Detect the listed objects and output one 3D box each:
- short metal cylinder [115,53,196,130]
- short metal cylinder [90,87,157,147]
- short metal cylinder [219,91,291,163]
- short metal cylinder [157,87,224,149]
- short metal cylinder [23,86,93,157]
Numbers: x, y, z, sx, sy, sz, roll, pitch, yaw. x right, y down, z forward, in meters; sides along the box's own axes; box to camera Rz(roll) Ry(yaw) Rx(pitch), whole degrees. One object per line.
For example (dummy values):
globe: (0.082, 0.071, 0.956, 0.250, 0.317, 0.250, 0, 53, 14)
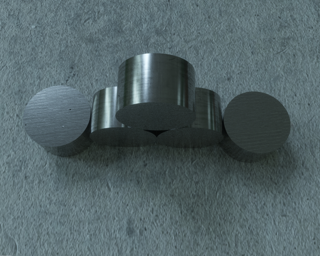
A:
short metal cylinder: (-0.004, -0.034, 0.319, 0.080, 0.080, 0.050, 1, 71, 0)
short metal cylinder: (-0.044, -0.011, 0.384, 0.081, 0.080, 0.050, 0, 70, 0)
short metal cylinder: (0.117, 0.000, 0.396, 0.081, 0.050, 0.080, 0, 70, -1)
short metal cylinder: (0.036, -0.010, 0.384, 0.081, 0.080, 0.050, 0, 69, 0)
short metal cylinder: (-0.125, -0.007, 0.398, 0.081, 0.050, 0.080, 0, 70, -1)
